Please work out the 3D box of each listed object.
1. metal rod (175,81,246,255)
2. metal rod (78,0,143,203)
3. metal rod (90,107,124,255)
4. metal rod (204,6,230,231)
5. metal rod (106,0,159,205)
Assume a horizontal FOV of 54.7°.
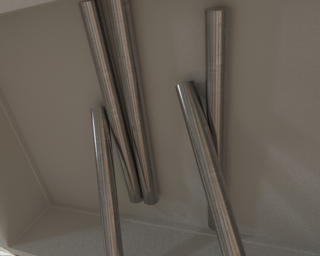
[{"bbox_3d":[0.069,0.092,0.349,0.025,0.025,0.299,-19,83,35],"label":"metal rod"},{"bbox_3d":[-0.060,-0.018,0.429,0.025,0.025,0.298,4,121,26],"label":"metal rod"},{"bbox_3d":[-0.069,0.120,0.427,0.025,0.025,0.298,-10,84,32],"label":"metal rod"},{"bbox_3d":[0.069,0.011,0.378,0.025,0.025,0.298,8,122,24],"label":"metal rod"},{"bbox_3d":[-0.031,-0.018,0.413,0.025,0.025,0.298,7,122,25],"label":"metal rod"}]
